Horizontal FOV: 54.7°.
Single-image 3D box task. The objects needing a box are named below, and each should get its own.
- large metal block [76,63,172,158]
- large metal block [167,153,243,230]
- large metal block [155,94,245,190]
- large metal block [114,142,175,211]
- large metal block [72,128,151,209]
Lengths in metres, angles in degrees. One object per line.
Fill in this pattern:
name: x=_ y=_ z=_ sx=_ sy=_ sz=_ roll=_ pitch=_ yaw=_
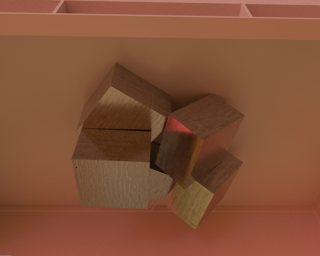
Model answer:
large metal block: x=-0.042 y=-0.017 z=0.376 sx=0.080 sy=0.050 sz=0.080 roll=29 pitch=124 yaw=-23
large metal block: x=0.062 y=0.080 z=0.431 sx=0.050 sy=0.081 sz=0.079 roll=35 pitch=133 yaw=22
large metal block: x=0.047 y=0.015 z=0.376 sx=0.081 sy=0.050 sz=0.079 roll=-27 pitch=145 yaw=-40
large metal block: x=-0.026 y=0.065 z=0.442 sx=0.080 sy=0.050 sz=0.080 roll=24 pitch=126 yaw=-19
large metal block: x=-0.052 y=0.049 z=0.364 sx=0.081 sy=0.050 sz=0.079 roll=3 pitch=129 yaw=-1
